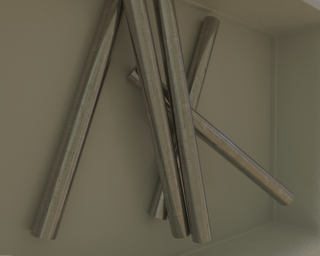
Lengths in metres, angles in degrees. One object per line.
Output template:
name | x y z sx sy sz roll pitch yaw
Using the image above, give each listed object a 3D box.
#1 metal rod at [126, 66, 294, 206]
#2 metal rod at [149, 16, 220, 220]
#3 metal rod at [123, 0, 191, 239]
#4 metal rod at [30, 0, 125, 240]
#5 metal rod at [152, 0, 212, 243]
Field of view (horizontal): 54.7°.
metal rod | 0.079 0.018 0.424 0.301 0.025 0.025 38 66 -17
metal rod | 0.038 -0.023 0.438 0.025 0.025 0.299 26 73 -37
metal rod | -0.002 -0.009 0.369 0.025 0.025 0.298 -20 103 -38
metal rod | -0.079 -0.034 0.339 0.025 0.025 0.299 24 75 -38
metal rod | 0.028 -0.009 0.376 0.025 0.025 0.298 -13 95 -39
